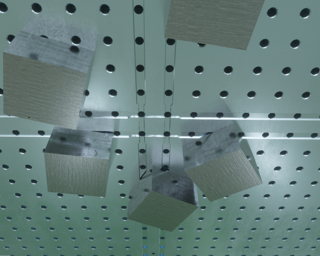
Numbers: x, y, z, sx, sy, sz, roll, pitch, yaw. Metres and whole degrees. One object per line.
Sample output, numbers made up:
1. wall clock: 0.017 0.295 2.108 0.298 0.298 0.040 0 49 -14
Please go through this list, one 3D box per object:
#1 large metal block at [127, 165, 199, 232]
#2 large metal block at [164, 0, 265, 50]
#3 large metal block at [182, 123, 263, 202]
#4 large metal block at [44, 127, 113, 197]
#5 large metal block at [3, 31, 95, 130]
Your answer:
1. large metal block: 0.003 0.114 0.492 0.080 0.050 0.080 23 126 -19
2. large metal block: 0.050 -0.126 0.289 0.081 0.050 0.079 7 130 -7
3. large metal block: 0.088 0.051 0.441 0.080 0.050 0.080 -25 126 19
4. large metal block: -0.112 0.049 0.436 0.081 0.050 0.079 7 130 -7
5. large metal block: -0.125 -0.052 0.349 0.081 0.050 0.079 13 129 -12
